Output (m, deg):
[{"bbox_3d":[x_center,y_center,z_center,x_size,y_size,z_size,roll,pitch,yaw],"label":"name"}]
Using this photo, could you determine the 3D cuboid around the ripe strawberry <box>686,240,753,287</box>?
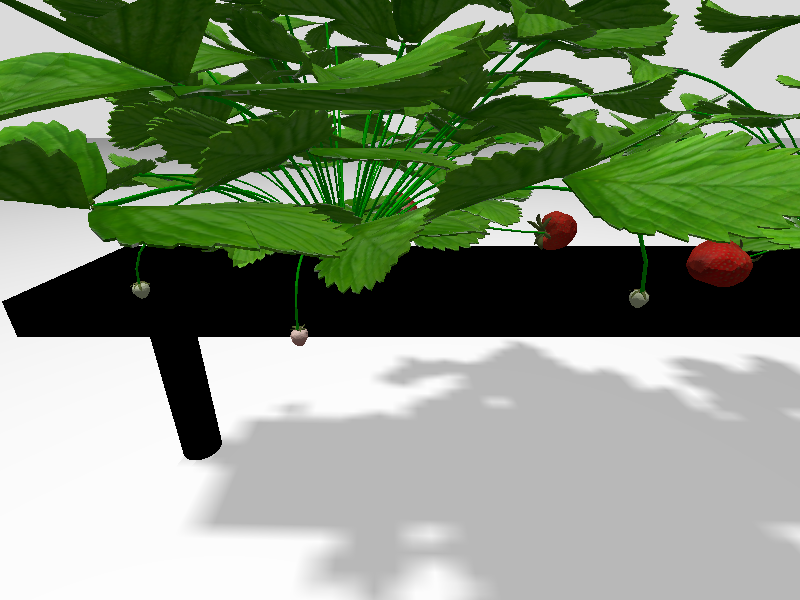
[{"bbox_3d":[0.250,-0.030,0.318,0.042,0.036,0.042,-8,25,-16],"label":"ripe strawberry"}]

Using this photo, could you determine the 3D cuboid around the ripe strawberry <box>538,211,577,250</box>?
[{"bbox_3d":[0.162,-0.070,0.408,0.039,0.040,0.035,-5,24,-13],"label":"ripe strawberry"}]

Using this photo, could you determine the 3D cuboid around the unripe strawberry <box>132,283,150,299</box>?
[{"bbox_3d":[-0.188,-0.006,0.291,0.011,0.011,0.011,-13,27,-28],"label":"unripe strawberry"}]

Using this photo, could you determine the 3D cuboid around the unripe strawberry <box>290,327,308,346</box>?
[{"bbox_3d":[-0.058,0.021,0.230,0.010,0.011,0.011,1,24,3],"label":"unripe strawberry"}]

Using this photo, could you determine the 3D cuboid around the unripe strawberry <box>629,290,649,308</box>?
[{"bbox_3d":[0.154,0.000,0.259,0.011,0.011,0.011,13,27,26],"label":"unripe strawberry"}]

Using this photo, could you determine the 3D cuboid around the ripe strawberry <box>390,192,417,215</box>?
[{"bbox_3d":[0.001,-0.109,0.493,0.045,0.047,0.049,8,24,17],"label":"ripe strawberry"}]
